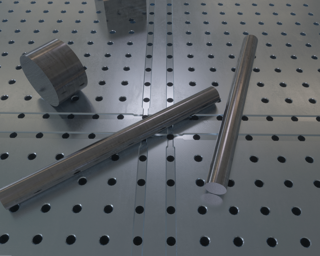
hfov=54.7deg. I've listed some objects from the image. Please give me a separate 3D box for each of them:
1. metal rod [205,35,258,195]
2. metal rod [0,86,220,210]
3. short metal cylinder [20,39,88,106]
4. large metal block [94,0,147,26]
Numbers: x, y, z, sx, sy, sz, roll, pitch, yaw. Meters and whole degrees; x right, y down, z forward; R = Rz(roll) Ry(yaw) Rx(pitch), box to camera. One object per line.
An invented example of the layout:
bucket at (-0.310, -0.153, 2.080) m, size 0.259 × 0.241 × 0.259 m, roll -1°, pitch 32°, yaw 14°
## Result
metal rod at (0.109, -0.041, 0.442) m, size 0.025 × 0.025 × 0.300 m, roll 14°, pitch 51°, yaw 11°
metal rod at (-0.048, 0.015, 0.394) m, size 0.302 × 0.025 × 0.025 m, roll -27°, pitch 55°, yaw -21°
short metal cylinder at (-0.149, -0.077, 0.436) m, size 0.080 × 0.080 × 0.050 m, roll 34°, pitch 58°, yaw 25°
large metal block at (-0.079, -0.248, 0.599) m, size 0.081 × 0.050 × 0.080 m, roll -18°, pitch 53°, yaw -15°
